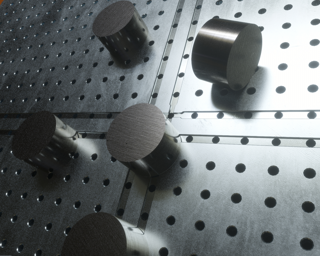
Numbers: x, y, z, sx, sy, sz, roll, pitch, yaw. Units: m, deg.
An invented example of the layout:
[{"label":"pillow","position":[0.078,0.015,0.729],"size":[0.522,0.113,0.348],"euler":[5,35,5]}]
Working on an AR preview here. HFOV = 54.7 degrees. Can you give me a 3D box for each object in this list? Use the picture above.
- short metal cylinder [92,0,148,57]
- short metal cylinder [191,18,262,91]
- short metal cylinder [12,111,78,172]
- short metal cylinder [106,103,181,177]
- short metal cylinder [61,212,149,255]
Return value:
[{"label":"short metal cylinder","position":[-0.067,-0.169,0.530],"size":[0.080,0.050,0.080],"euler":[-13,56,20]},{"label":"short metal cylinder","position":[0.084,-0.092,0.385],"size":[0.050,0.080,0.080],"euler":[25,75,36]},{"label":"short metal cylinder","position":[-0.173,0.021,0.468],"size":[0.080,0.050,0.080],"euler":[-13,56,20]},{"label":"short metal cylinder","position":[-0.020,0.015,0.392],"size":[0.080,0.050,0.080],"euler":[-13,56,20]},{"label":"short metal cylinder","position":[-0.059,0.138,0.337],"size":[0.080,0.050,0.080],"euler":[-13,56,20]}]
